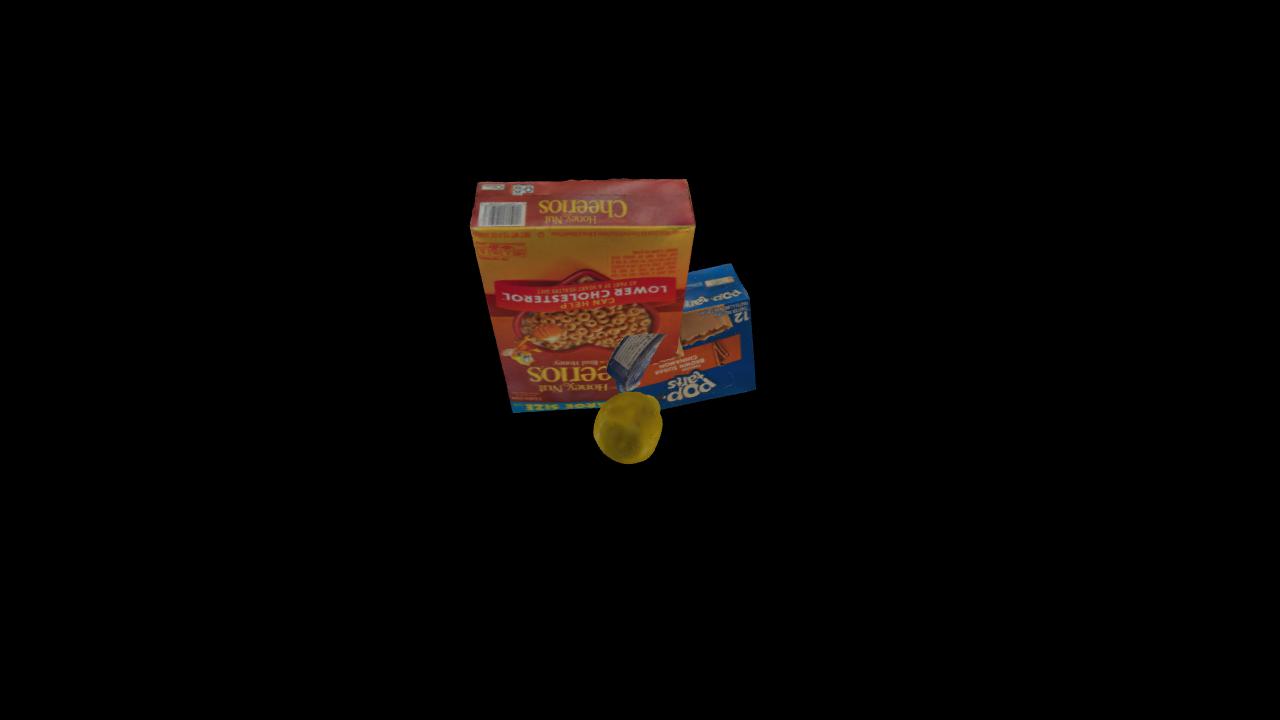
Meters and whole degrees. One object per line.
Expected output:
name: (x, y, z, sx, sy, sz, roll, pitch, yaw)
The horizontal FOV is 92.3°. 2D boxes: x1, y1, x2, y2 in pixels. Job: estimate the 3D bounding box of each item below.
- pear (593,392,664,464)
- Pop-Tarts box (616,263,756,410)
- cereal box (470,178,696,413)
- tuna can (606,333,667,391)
pear: (-0.005, 0.067, 0.683, 0.080, 0.080, 0.111, 0, 14, 20)
Pop-Tarts box: (0.045, -0.021, 0.736, 0.167, 0.141, 0.083, -12, 40, 1)
cereal box: (-0.057, -0.052, 0.676, 0.203, 0.081, 0.306, -2, -37, -5)
tuna can: (0.000, -0.008, 0.689, 0.034, 0.084, 0.084, 39, 10, 13)
